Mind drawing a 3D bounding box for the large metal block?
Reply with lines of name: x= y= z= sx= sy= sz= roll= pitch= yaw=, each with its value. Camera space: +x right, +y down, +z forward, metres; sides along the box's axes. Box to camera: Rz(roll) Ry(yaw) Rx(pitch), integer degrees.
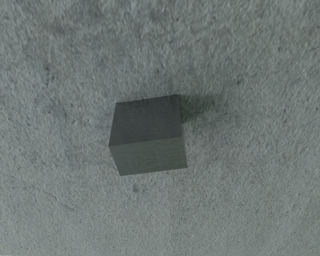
large metal block: x=-0.012 y=0.007 z=0.377 sx=0.080 sy=0.080 sz=0.050 roll=-8 pitch=130 yaw=6
